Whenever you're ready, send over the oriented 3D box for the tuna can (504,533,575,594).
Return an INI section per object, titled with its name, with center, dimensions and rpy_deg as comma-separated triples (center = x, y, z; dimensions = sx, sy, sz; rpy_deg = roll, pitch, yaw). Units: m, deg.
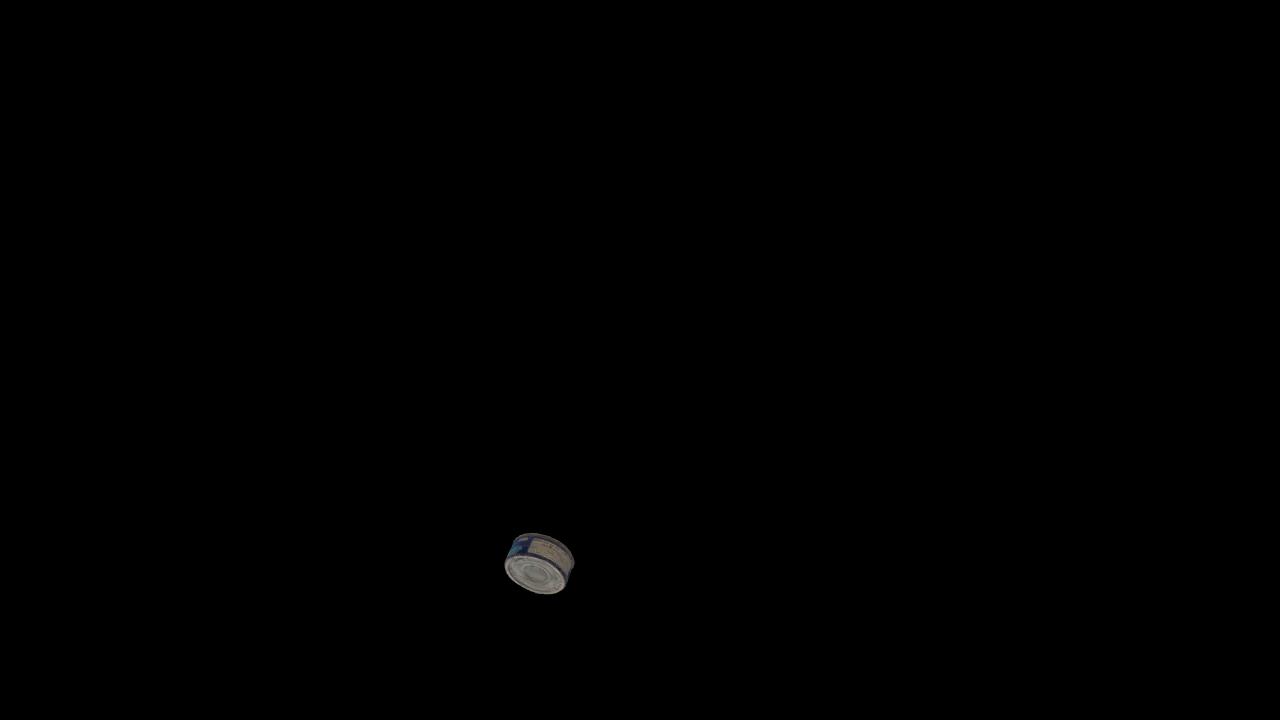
[tuna can]
center = -0.128, 0.259, 0.779
dimensions = 0.084, 0.084, 0.034
rpy_deg = 0, 37, 17
